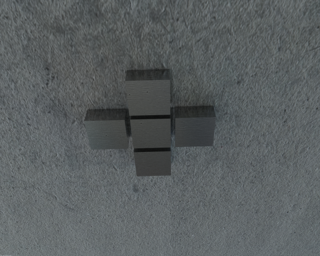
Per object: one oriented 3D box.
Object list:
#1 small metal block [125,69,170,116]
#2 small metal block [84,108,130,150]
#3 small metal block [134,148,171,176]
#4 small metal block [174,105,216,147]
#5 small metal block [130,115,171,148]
[{"bbox_3d":[-0.013,-0.043,0.372,0.050,0.025,0.050,-1,130,0],"label":"small metal block"},{"bbox_3d":[-0.068,0.002,0.409,0.050,0.025,0.050,-1,130,0],"label":"small metal block"},{"bbox_3d":[-0.010,0.043,0.446,0.050,0.025,0.050,-2,130,1],"label":"small metal block"},{"bbox_3d":[0.045,-0.002,0.408,0.050,0.025,0.050,-1,130,0],"label":"small metal block"},{"bbox_3d":[-0.011,0.000,0.409,0.050,0.025,0.050,-1,130,0],"label":"small metal block"}]
